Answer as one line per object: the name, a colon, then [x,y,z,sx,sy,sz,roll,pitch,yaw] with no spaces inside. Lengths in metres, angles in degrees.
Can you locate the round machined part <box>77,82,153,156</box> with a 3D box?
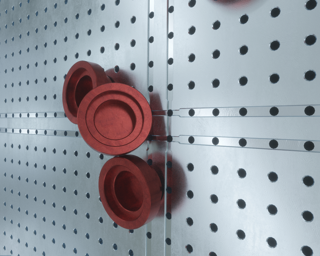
round machined part: [-0.062,-0.010,0.427,0.042,0.099,0.098,136,124,-75]

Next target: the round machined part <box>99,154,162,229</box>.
round machined part: [-0.036,0.084,0.425,0.098,0.042,0.097,7,101,39]

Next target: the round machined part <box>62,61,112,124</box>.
round machined part: [-0.110,-0.053,0.488,0.098,0.042,0.098,-3,86,43]
